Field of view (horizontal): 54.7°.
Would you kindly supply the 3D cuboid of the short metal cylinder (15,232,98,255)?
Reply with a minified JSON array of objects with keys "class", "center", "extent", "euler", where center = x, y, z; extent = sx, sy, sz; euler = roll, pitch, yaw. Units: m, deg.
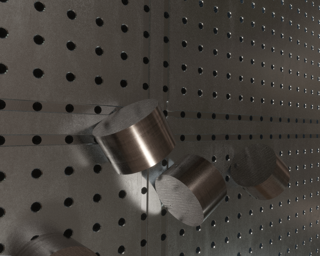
[{"class":"short metal cylinder","center":[-0.104,0.151,0.308],"extent":[0.081,0.050,0.079],"euler":[0,90,-40]}]

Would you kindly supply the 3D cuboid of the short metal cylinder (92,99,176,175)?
[{"class":"short metal cylinder","center":[-0.028,0.008,0.351],"extent":[0.080,0.080,0.050],"euler":[-40,115,-33]}]

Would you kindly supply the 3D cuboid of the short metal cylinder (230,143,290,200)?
[{"class":"short metal cylinder","center":[0.166,0.073,0.516],"extent":[0.050,0.080,0.080],"euler":[41,65,-33]}]

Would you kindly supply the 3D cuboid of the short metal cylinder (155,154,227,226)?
[{"class":"short metal cylinder","center":[0.040,0.081,0.410],"extent":[0.050,0.080,0.080],"euler":[-35,112,-35]}]
